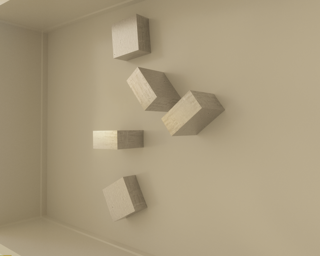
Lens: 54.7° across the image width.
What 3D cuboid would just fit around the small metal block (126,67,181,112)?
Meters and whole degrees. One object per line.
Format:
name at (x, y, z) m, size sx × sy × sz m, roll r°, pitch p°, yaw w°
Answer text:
small metal block at (-0.007, -0.048, 0.396) m, size 0.025 × 0.050 × 0.050 m, roll -46°, pitch 63°, yaw 30°

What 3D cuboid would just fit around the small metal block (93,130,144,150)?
small metal block at (-0.059, 0.016, 0.439) m, size 0.050 × 0.050 × 0.025 m, roll -1°, pitch 89°, yaw 40°

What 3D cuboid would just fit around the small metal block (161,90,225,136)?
small metal block at (0.039, -0.016, 0.359) m, size 0.050 × 0.050 × 0.025 m, roll -45°, pitch 63°, yaw 31°

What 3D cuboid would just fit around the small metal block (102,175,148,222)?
small metal block at (-0.052, 0.102, 0.450) m, size 0.050 × 0.025 × 0.050 m, roll -35°, pitch 69°, yaw 34°

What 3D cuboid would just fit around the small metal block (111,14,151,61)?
small metal block at (-0.041, -0.127, 0.441) m, size 0.050 × 0.025 × 0.050 m, roll -7°, pitch 86°, yaw 40°
